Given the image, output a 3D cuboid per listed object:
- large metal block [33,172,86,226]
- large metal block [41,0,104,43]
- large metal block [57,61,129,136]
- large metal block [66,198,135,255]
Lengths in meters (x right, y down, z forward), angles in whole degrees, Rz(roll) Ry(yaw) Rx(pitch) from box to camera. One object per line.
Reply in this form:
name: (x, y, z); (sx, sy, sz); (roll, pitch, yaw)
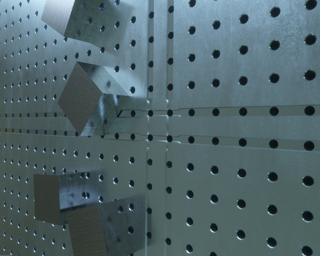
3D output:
large metal block: (-0.175, 0.118, 0.539); (0.080, 0.050, 0.080); (-5, 87, 40)
large metal block: (-0.146, -0.199, 0.515); (0.080, 0.050, 0.080); (39, 114, 33)
large metal block: (-0.106, -0.044, 0.482); (0.080, 0.050, 0.080); (49, 119, 29)
large metal block: (-0.091, 0.158, 0.470); (0.080, 0.050, 0.080); (-23, 76, 38)
